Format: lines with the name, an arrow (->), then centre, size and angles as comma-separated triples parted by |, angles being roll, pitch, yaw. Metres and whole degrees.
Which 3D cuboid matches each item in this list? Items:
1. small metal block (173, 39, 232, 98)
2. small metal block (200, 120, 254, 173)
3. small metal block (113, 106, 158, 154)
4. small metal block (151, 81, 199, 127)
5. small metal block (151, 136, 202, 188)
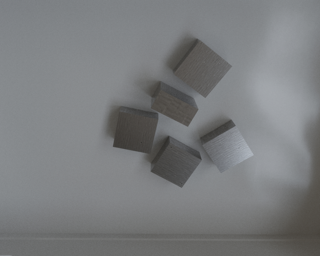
small metal block -> 0.052, -0.074, 0.385 | 0.050, 0.025, 0.050 | 36, 106, -13
small metal block -> 0.090, 0.025, 0.422 | 0.050, 0.025, 0.050 | -31, 108, 10
small metal block -> -0.032, 0.003, 0.412 | 0.050, 0.025, 0.050 | 11, 110, -5
small metal block -> 0.017, -0.031, 0.387 | 0.050, 0.050, 0.025 | 26, 108, -10
small metal block -> 0.022, 0.047, 0.429 | 0.050, 0.025, 0.050 | 29, 107, -11
